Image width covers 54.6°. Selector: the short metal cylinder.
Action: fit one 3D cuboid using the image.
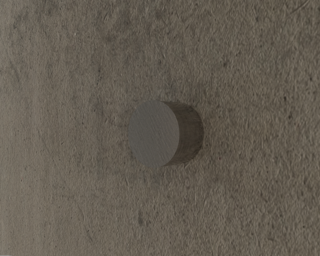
[{"bbox_3d":[0.007,0.007,0.384,0.080,0.050,0.080,0,90,40],"label":"short metal cylinder"}]
